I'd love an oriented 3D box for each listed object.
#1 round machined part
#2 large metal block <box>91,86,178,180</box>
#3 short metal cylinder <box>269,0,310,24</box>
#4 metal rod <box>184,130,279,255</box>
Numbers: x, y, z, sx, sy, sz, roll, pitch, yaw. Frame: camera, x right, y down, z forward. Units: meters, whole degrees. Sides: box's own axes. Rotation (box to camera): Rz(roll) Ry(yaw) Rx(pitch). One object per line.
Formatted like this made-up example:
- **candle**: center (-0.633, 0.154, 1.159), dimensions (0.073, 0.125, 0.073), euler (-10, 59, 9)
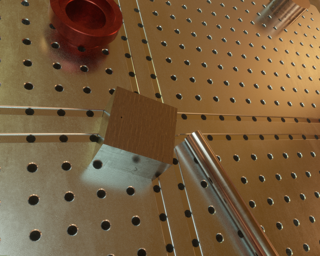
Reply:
- **round machined part**: center (-0.106, -0.152, 0.434), dimensions (0.099, 0.042, 0.098), euler (14, 56, -21)
- **large metal block**: center (-0.029, 0.008, 0.373), dimensions (0.081, 0.050, 0.080), euler (19, 54, -18)
- **short metal cylinder**: center (0.312, -0.299, 0.746), dimensions (0.081, 0.050, 0.080), euler (14, 56, -21)
- **metal rod**: center (0.119, 0.134, 0.392), dimensions (0.025, 0.025, 0.299), euler (-21, 73, -36)
